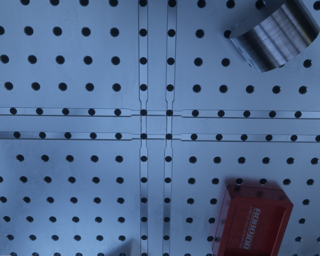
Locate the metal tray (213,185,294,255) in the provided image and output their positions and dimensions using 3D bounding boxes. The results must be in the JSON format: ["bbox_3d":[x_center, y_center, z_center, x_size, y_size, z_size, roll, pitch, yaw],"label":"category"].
[{"bbox_3d":[0.136,0.154,0.468,0.091,0.030,0.129,7,110,-3],"label":"metal tray"}]

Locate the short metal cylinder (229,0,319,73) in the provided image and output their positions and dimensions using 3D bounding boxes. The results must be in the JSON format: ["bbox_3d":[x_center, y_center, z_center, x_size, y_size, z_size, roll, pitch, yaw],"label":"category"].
[{"bbox_3d":[0.126,-0.107,0.346,0.080,0.080,0.050,-39,106,13],"label":"short metal cylinder"}]
